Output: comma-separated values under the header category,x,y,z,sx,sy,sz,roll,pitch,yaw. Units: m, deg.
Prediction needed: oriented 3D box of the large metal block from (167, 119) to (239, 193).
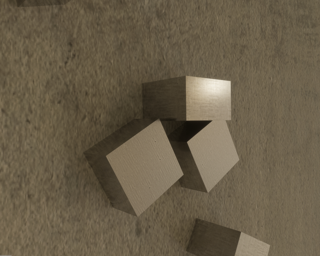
category,x,y,z,sx,sy,sz,roll,pitch,yaw
large metal block,0.059,0.032,0.441,0.080,0.050,0.080,-37,113,-34

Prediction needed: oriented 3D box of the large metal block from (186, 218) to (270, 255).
category,x,y,z,sx,sy,sz,roll,pitch,yaw
large metal block,0.101,0.177,0.456,0.080,0.080,0.050,33,70,-36

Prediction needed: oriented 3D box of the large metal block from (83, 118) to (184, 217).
category,x,y,z,sx,sy,sz,roll,pitch,yaw
large metal block,-0.029,0.043,0.366,0.080,0.050,0.080,-37,113,-34

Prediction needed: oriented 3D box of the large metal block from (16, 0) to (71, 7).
category,x,y,z,sx,sy,sz,roll,pitch,yaw
large metal block,-0.105,-0.164,0.282,0.050,0.080,0.079,-23,105,-38

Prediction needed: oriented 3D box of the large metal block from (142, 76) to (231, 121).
category,x,y,z,sx,sy,sz,roll,pitch,yaw
large metal block,0.034,-0.034,0.399,0.081,0.080,0.050,-2,91,-40
